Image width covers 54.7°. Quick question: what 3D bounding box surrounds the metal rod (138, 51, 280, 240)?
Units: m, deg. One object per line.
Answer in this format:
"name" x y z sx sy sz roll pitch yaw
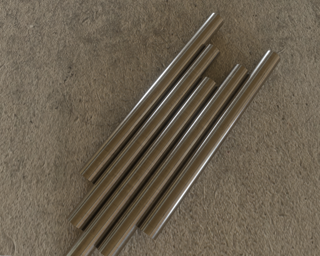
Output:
"metal rod" 0.073 0.011 0.406 0.025 0.025 0.300 35 73 11

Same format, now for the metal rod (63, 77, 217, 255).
"metal rod" -0.019 0.050 0.391 0.025 0.025 0.300 35 73 11

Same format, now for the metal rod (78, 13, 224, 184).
"metal rod" -0.003 -0.051 0.428 0.025 0.025 0.300 35 73 11

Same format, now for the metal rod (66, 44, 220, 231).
"metal rod" -0.012 0.001 0.409 0.025 0.025 0.300 35 73 11

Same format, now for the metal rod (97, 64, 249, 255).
"metal rod" 0.026 0.032 0.398 0.025 0.025 0.300 35 73 11
